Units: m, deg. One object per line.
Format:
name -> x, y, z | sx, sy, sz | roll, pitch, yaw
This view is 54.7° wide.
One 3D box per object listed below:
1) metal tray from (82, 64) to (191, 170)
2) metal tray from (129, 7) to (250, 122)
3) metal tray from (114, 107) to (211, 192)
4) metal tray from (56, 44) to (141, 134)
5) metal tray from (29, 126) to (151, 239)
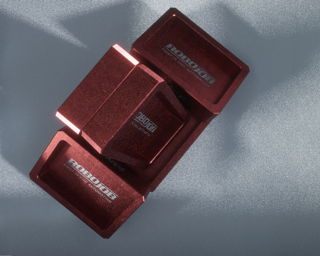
metal tray -> -0.018, -0.004, 0.345 | 0.030, 0.130, 0.090 | 40, 90, 23
metal tray -> 0.038, -0.081, 0.390 | 0.130, 0.030, 0.090 | 39, 64, 0
metal tray -> -0.006, 0.006, 0.407 | 0.090, 0.030, 0.130 | 39, 90, -1
metal tray -> -0.059, -0.037, 0.355 | 0.030, 0.130, 0.090 | 40, 90, 0
metal tray -> -0.088, 0.067, 0.389 | 0.130, 0.030, 0.090 | 40, 114, -1
